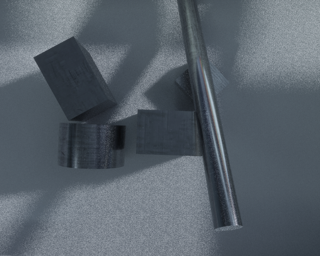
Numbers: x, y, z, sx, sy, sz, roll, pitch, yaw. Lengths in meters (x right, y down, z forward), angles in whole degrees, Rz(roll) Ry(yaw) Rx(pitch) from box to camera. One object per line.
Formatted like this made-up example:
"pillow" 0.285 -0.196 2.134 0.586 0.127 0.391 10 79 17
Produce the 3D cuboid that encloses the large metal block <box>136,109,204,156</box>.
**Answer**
"large metal block" 0.014 0.005 0.384 0.081 0.080 0.050 2 90 -1

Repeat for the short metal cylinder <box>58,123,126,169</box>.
"short metal cylinder" -0.083 0.020 0.383 0.081 0.080 0.050 3 90 -1

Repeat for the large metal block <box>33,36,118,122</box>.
"large metal block" -0.099 -0.055 0.383 0.050 0.080 0.080 -29 90 0

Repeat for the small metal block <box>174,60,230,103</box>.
"small metal block" 0.055 -0.060 0.412 0.050 0.025 0.050 -42 91 0

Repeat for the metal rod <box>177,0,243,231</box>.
"metal rod" 0.048 -0.043 0.343 0.025 0.025 0.299 -5 62 0
